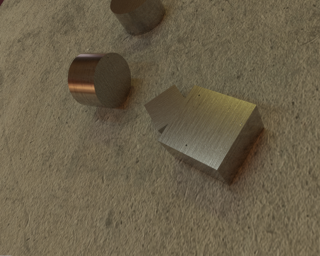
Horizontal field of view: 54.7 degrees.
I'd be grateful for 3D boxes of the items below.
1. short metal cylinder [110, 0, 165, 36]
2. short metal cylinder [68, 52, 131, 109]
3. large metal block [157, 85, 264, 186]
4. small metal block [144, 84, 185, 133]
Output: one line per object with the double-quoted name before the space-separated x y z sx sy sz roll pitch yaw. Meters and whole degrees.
"short metal cylinder" -0.038 -0.208 0.536 0.080 0.050 0.080 -13 56 21
"short metal cylinder" -0.087 -0.071 0.458 0.050 0.080 0.080 8 66 32
"large metal block" 0.059 0.007 0.353 0.080 0.050 0.080 25 75 36
"small metal block" 0.014 -0.022 0.410 0.050 0.025 0.050 -34 51 5
